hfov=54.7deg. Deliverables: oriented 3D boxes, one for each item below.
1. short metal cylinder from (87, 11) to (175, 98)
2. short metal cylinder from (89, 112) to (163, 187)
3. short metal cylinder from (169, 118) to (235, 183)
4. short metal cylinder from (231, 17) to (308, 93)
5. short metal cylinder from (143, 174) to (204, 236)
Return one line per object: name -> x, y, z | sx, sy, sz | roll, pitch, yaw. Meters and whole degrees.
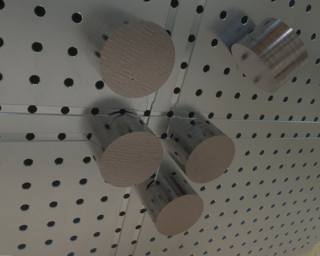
short metal cylinder -> -0.031, -0.078, 0.329 | 0.081, 0.050, 0.079 | -14, 124, -21
short metal cylinder -> -0.043, 0.027, 0.388 | 0.081, 0.050, 0.079 | -14, 124, -21
short metal cylinder -> 0.060, 0.033, 0.448 | 0.081, 0.050, 0.079 | -14, 124, -21
short metal cylinder -> 0.137, -0.091, 0.394 | 0.050, 0.080, 0.080 | -41, 130, -1
short metal cylinder -> 0.020, 0.118, 0.479 | 0.081, 0.050, 0.079 | -14, 124, -21
